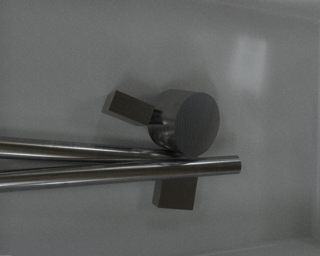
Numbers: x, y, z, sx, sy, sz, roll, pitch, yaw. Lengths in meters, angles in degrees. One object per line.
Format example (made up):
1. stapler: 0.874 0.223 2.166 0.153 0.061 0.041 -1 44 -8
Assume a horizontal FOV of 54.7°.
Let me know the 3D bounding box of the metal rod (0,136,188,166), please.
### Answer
1. metal rod: -0.093 0.031 0.376 0.302 0.025 0.025 6 88 -20

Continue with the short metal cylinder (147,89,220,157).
1. short metal cylinder: 0.031 -0.008 0.395 0.081 0.050 0.079 -11 107 -39

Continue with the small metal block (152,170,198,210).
1. small metal block: 0.020 0.082 0.419 0.050 0.025 0.050 10 87 -20

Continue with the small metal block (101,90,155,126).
1. small metal block: -0.041 -0.023 0.383 0.050 0.050 0.025 22 83 -19

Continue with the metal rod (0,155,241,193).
1. metal rod: -0.045 0.054 0.375 0.302 0.025 0.025 -2 91 -13
